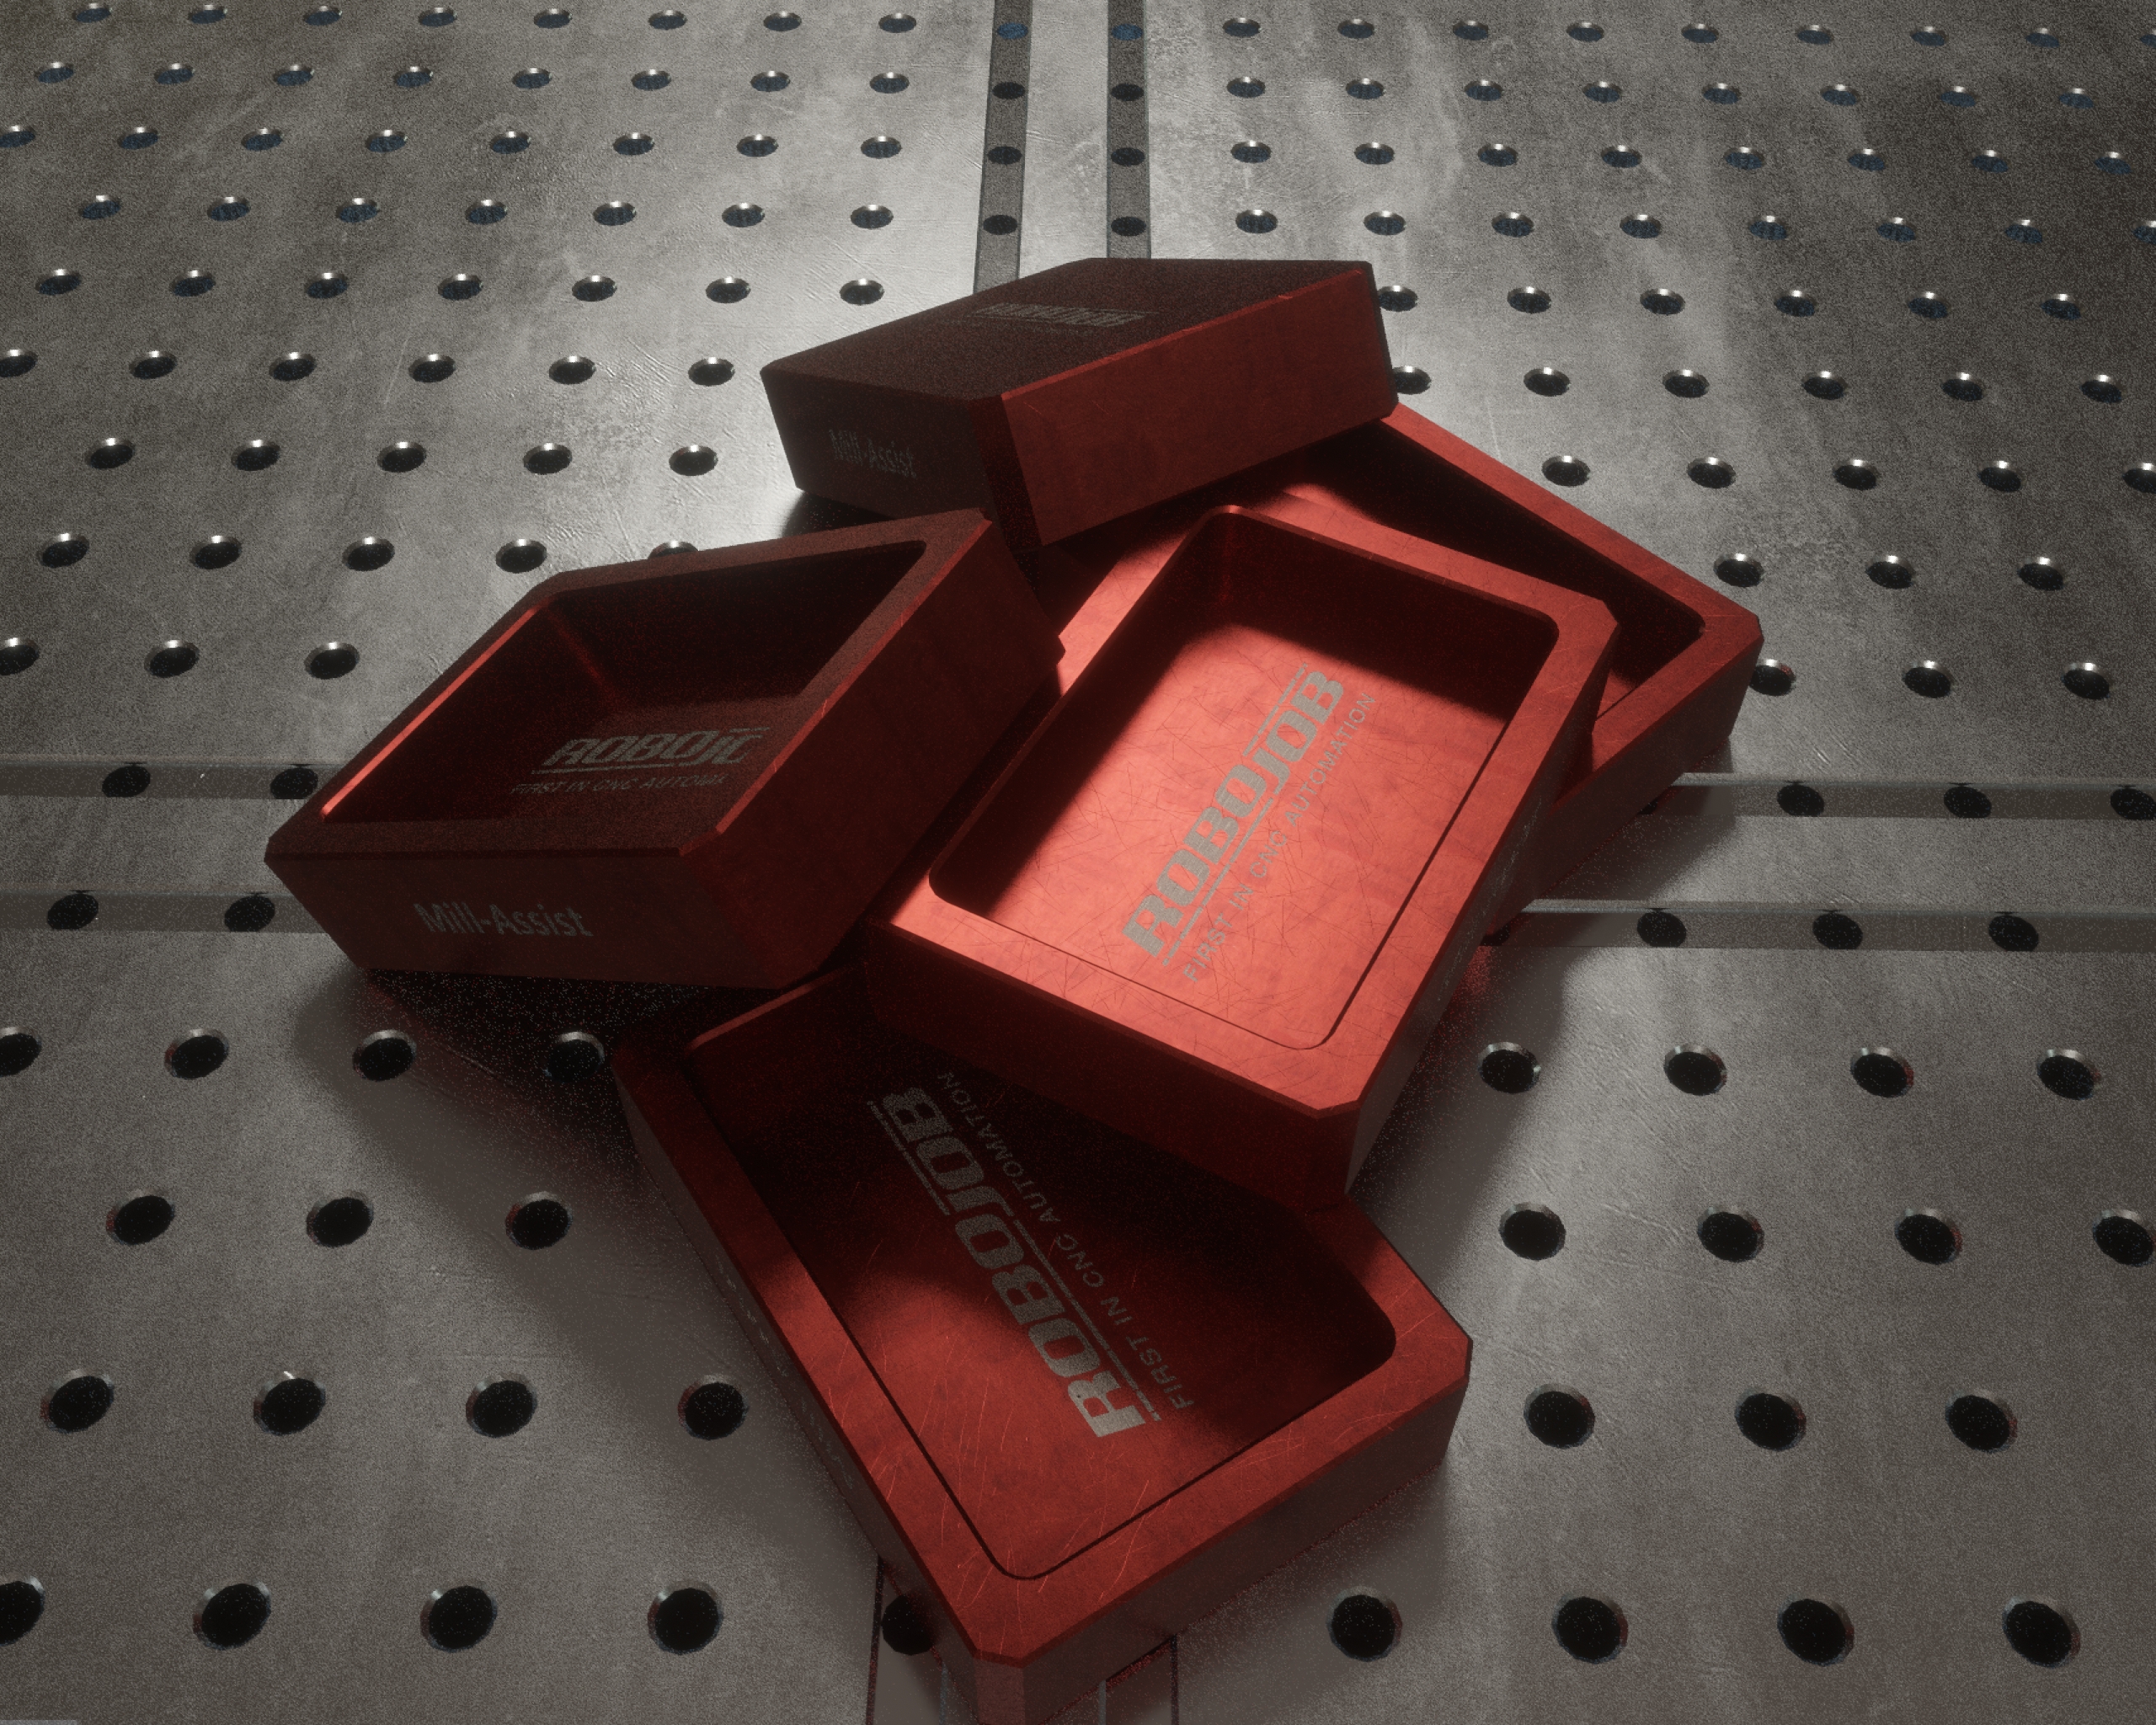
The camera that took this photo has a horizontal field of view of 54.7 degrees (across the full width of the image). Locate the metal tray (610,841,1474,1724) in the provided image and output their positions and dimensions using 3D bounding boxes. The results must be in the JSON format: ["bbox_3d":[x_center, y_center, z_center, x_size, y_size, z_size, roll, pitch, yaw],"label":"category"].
[{"bbox_3d":[-0.009,0.063,0.351,0.091,0.030,0.130,-26,55,-21],"label":"metal tray"}]

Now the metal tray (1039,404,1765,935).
[{"bbox_3d":[0.066,-0.052,0.448,0.091,0.030,0.130,-36,59,-27],"label":"metal tray"}]

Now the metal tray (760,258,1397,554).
[{"bbox_3d":[-0.004,-0.103,0.452,0.091,0.030,0.130,-24,24,-20],"label":"metal tray"}]

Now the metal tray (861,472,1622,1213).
[{"bbox_3d":[0.032,-0.011,0.375,0.090,0.030,0.130,23,53,17],"label":"metal tray"}]

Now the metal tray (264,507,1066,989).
[{"bbox_3d":[-0.077,-0.021,0.381,0.130,0.030,0.090,0,42,40],"label":"metal tray"}]
